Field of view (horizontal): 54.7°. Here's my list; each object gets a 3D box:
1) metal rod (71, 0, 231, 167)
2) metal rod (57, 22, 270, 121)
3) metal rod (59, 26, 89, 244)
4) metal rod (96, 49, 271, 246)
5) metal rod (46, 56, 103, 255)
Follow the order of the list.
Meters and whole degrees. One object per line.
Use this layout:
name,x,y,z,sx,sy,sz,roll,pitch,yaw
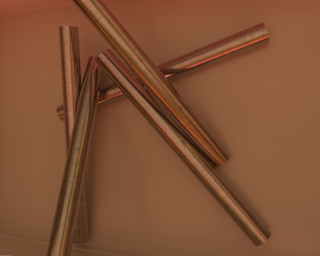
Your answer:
metal rod,-0.020,-0.070,0.355,0.025,0.025,0.300,-38,102,16
metal rod,-0.010,-0.067,0.413,0.300,0.025,0.025,-19,84,18
metal rod,-0.118,0.015,0.429,0.025,0.025,0.298,2,99,19
metal rod,0.025,0.019,0.385,0.025,0.025,0.300,-43,83,15
metal rod,-0.102,0.045,0.377,0.025,0.025,0.299,-3,67,19
